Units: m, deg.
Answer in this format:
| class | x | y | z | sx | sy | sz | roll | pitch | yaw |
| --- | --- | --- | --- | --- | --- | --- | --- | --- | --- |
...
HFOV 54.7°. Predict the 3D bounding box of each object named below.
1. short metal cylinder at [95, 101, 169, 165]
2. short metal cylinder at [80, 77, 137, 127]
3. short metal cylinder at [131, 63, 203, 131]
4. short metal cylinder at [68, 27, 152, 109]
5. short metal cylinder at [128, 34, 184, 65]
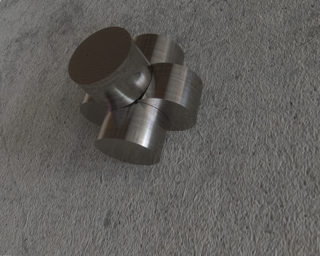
| class | x | y | z | sx | sy | sz | roll | pitch | yaw |
| --- | --- | --- | --- | --- | --- | --- | --- | --- | --- |
| short metal cylinder | -0.034 | 0.008 | 0.381 | 0.080 | 0.080 | 0.050 | 0 | 62 | 28 |
| short metal cylinder | -0.062 | -0.036 | 0.423 | 0.080 | 0.080 | 0.050 | -1 | 62 | 27 |
| short metal cylinder | 0.010 | -0.036 | 0.386 | 0.080 | 0.080 | 0.050 | 0 | 62 | 28 |
| short metal cylinder | -0.056 | -0.069 | 0.356 | 0.080 | 0.050 | 0.080 | -13 | 56 | 20 |
| short metal cylinder | -0.010 | -0.082 | 0.424 | 0.080 | 0.080 | 0.050 | -2 | 61 | 27 |
